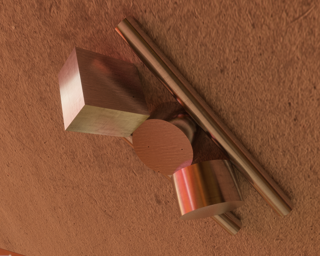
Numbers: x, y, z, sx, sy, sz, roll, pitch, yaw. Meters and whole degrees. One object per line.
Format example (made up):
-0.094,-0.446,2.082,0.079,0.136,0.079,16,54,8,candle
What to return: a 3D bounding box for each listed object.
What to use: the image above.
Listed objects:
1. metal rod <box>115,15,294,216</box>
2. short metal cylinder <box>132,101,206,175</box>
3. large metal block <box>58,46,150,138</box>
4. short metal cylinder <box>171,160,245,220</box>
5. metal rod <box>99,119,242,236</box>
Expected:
0.057,-0.010,0.372,0.300,0.025,0.025,48,129,-6,metal rod
0.012,0.013,0.393,0.080,0.050,0.079,13,124,21,short metal cylinder
-0.067,-0.039,0.364,0.050,0.081,0.080,-42,53,39,large metal block
0.058,0.078,0.383,0.080,0.081,0.050,-36,56,38,short metal cylinder
-0.004,0.043,0.436,0.300,0.025,0.025,42,129,-1,metal rod
